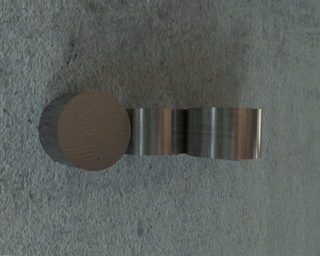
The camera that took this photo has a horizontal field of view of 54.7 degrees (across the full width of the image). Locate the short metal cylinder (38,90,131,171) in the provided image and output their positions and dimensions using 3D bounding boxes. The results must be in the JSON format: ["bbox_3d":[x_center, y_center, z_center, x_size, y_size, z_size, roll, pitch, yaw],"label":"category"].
[{"bbox_3d":[-0.078,0.002,0.324,0.081,0.050,0.080,0,91,-40],"label":"short metal cylinder"}]

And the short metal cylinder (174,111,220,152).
[{"bbox_3d":[0.055,0.005,0.417,0.081,0.080,0.050,0,89,-40],"label":"short metal cylinder"}]

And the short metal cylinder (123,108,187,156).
[{"bbox_3d":[-0.006,0.004,0.365,0.081,0.080,0.050,0,90,-40],"label":"short metal cylinder"}]

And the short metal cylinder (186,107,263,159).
[{"bbox_3d":[0.069,0.005,0.338,0.081,0.080,0.050,1,91,-40],"label":"short metal cylinder"}]

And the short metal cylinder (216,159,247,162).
[{"bbox_3d":[0.108,0.010,0.479,0.081,0.050,0.080,-1,91,-40],"label":"short metal cylinder"}]
